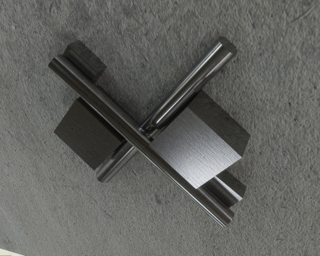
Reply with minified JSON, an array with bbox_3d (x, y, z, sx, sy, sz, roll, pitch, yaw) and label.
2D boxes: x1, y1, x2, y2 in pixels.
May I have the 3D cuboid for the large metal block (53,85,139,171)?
[{"bbox_3d":[-0.090,0.001,0.438,0.080,0.050,0.080,45,129,-3],"label":"large metal block"}]

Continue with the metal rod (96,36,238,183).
[{"bbox_3d":[-0.011,-0.003,0.413,0.025,0.025,0.298,43,129,-2],"label":"metal rod"}]

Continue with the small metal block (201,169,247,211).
[{"bbox_3d":[0.079,0.083,0.419,0.050,0.025,0.050,40,129,1],"label":"small metal block"}]

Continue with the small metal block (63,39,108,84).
[{"bbox_3d":[-0.106,-0.080,0.416,0.050,0.025,0.050,44,129,-3],"label":"small metal block"}]

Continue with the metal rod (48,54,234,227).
[{"bbox_3d":[-0.023,0.017,0.398,0.300,0.025,0.025,43,129,-2],"label":"metal rod"}]

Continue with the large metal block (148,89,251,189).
[{"bbox_3d":[0.047,0.015,0.376,0.080,0.050,0.080,43,129,-2],"label":"large metal block"}]
